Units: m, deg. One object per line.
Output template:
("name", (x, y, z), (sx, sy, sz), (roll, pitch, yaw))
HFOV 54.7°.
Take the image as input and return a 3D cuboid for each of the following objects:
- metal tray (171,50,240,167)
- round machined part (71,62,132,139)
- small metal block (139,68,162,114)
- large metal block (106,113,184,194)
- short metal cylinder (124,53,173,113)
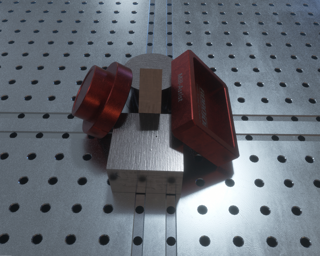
("metal tray", (0.055, -0.027, 0.390), (0.030, 0.090, 0.130), (-30, 40, 32))
("round machined part", (-0.077, -0.039, 0.387), (0.042, 0.098, 0.098), (24, 45, -24))
("small metal block", (-0.012, -0.043, 0.372), (0.025, 0.050, 0.050), (2, 92, -2))
("large metal block", (-0.014, 0.029, 0.366), (0.080, 0.050, 0.080), (2, 50, 1))
("short metal cylinder", (-0.011, -0.062, 0.442), (0.080, 0.050, 0.080), (0, 50, 0))
